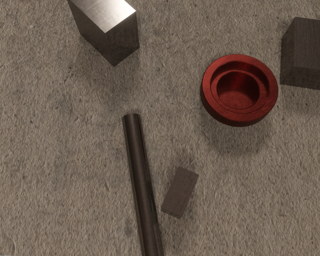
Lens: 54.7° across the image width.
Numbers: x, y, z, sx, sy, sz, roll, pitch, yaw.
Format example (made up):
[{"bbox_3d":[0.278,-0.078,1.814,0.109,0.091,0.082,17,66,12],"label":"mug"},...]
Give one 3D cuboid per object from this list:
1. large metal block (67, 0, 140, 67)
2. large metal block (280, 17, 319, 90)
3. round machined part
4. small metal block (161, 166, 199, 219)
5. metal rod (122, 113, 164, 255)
[{"bbox_3d":[-0.076,-0.146,0.431,0.050,0.080,0.080,-41,76,-14],"label":"large metal block"},{"bbox_3d":[0.219,-0.102,0.435,0.080,0.050,0.080,9,70,3],"label":"large metal block"},{"bbox_3d":[0.103,-0.047,0.417,0.099,0.042,0.098,0,70,-1],"label":"round machined part"},{"bbox_3d":[0.023,0.078,0.367,0.025,0.050,0.050,23,72,8],"label":"small metal block"},{"bbox_3d":[-0.012,0.124,0.362,0.025,0.025,0.299,-9,70,-4],"label":"metal rod"}]
